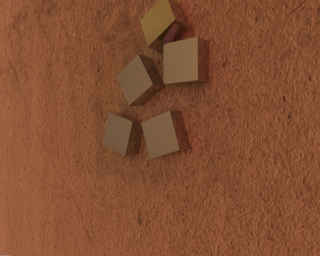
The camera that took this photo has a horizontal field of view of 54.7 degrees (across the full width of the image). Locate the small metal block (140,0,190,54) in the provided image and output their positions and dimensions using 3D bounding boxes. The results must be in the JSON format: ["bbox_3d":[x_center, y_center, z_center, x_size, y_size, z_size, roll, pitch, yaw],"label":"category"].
[{"bbox_3d":[0.005,-0.132,0.394,0.050,0.025,0.050,-37,54,33],"label":"small metal block"}]

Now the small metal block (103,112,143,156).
[{"bbox_3d":[-0.053,0.008,0.449,0.050,0.025,0.050,22,104,38],"label":"small metal block"}]

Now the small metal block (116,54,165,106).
[{"bbox_3d":[-0.027,-0.065,0.428,0.050,0.025,0.050,-38,67,33],"label":"small metal block"}]

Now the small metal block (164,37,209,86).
[{"bbox_3d":[0.032,-0.080,0.379,0.050,0.025,0.050,0,90,40],"label":"small metal block"}]

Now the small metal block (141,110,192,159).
[{"bbox_3d":[0.007,0.009,0.399,0.050,0.025,0.050,-22,76,38],"label":"small metal block"}]
